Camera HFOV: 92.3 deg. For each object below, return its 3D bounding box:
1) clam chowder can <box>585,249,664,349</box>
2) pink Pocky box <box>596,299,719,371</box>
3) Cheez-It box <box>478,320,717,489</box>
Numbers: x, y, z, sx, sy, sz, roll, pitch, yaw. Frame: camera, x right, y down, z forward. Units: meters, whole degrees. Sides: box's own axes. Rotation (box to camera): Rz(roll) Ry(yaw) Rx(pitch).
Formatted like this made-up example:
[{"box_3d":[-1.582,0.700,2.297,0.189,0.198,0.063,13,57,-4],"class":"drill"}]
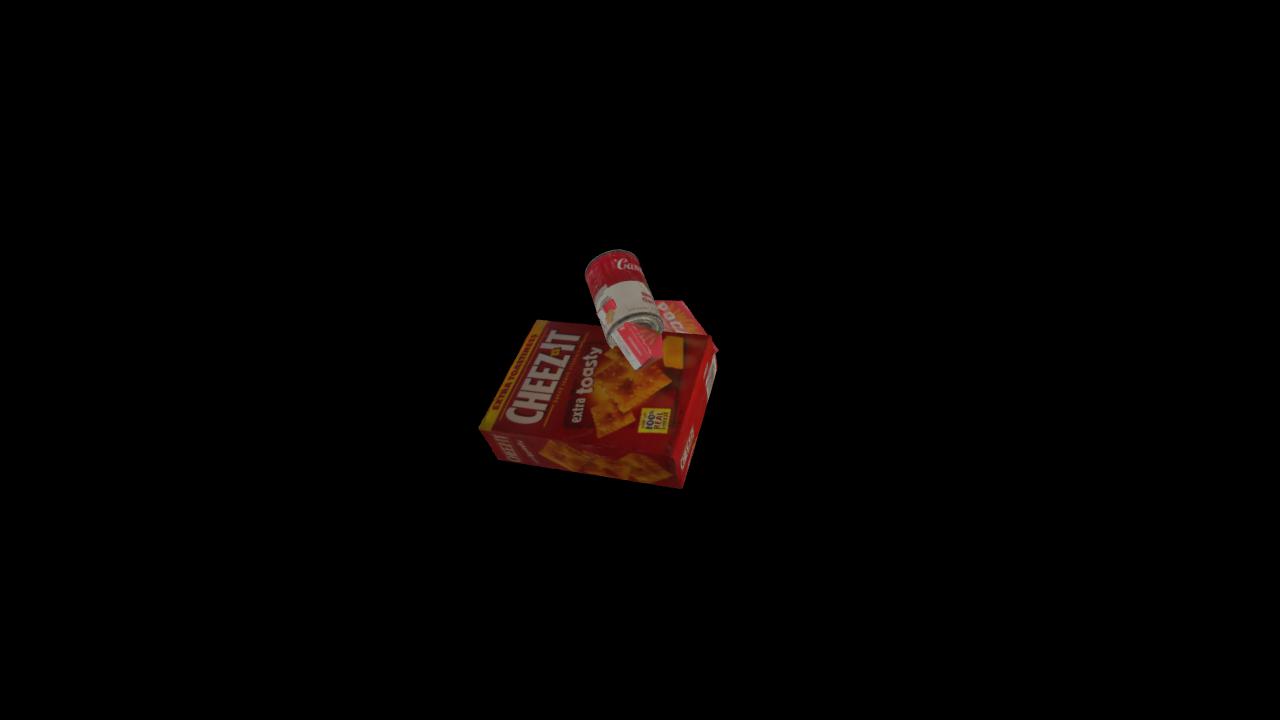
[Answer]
[{"box_3d":[-0.019,-0.066,0.700,0.068,0.102,0.068,-13,-34,-9],"class":"clam chowder can"},{"box_3d":[0.025,-0.032,0.716,0.029,0.084,0.155,-44,-21,29],"class":"pink Pocky box"},{"box_3d":[-0.041,0.041,0.681,0.223,0.166,0.071,6,-40,20],"class":"Cheez-It box"}]
